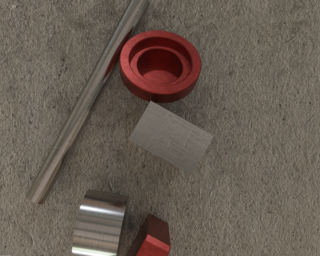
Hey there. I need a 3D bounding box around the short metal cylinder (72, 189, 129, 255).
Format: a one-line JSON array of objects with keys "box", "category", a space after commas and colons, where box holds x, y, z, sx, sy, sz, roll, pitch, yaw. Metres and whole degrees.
[{"box": [-0.070, 0.120, 0.382, 0.050, 0.080, 0.080, 10, 90, 0], "category": "short metal cylinder"}]

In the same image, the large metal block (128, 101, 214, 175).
[{"box": [0.012, 0.010, 0.383, 0.080, 0.080, 0.050, 29, 90, -1], "category": "large metal block"}]

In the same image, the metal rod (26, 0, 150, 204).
[{"box": [-0.094, -0.038, 0.408, 0.025, 0.025, 0.299, 28, 90, -1], "category": "metal rod"}]

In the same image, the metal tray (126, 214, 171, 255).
[{"box": [-0.032, 0.179, 0.377, 0.030, 0.090, 0.130, 29, 90, 0], "category": "metal tray"}]

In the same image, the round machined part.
[{"box": [-0.001, -0.072, 0.388, 0.099, 0.042, 0.098, 3, 62, -5], "category": "round machined part"}]
